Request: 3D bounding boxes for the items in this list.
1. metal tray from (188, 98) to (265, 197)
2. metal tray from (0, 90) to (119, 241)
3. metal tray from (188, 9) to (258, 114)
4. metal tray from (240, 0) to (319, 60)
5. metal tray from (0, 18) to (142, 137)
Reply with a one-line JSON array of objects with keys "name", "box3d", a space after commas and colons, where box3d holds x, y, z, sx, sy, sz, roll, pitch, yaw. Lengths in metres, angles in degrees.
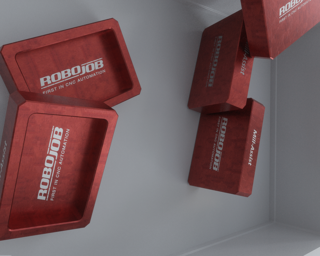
[{"name": "metal tray", "box3d": [0.093, 0.025, 0.441, 0.030, 0.090, 0.129, 20, 77, -38]}, {"name": "metal tray", "box3d": [-0.099, 0.036, 0.290, 0.091, 0.030, 0.129, 5, 108, -40]}, {"name": "metal tray", "box3d": [0.087, -0.088, 0.434, 0.030, 0.090, 0.129, 18, 79, -27]}, {"name": "metal tray", "box3d": [0.158, -0.156, 0.390, 0.131, 0.030, 0.090, -38, 125, -24]}, {"name": "metal tray", "box3d": [-0.089, -0.056, 0.327, 0.131, 0.030, 0.090, -30, 109, -36]}]
